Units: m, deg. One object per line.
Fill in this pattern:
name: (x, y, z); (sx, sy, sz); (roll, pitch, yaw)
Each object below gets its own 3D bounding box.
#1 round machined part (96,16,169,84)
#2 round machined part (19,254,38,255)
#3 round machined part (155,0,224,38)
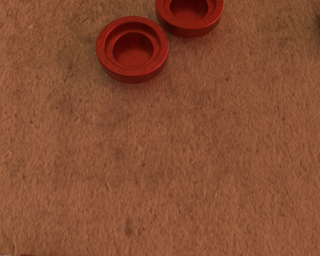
round machined part: (-0.037, -0.105, 0.437); (0.099, 0.042, 0.098); (0, 70, -1)
round machined part: (-0.149, 0.175, 0.301); (0.042, 0.098, 0.098); (24, 67, -29)
round machined part: (0.043, -0.175, 0.464); (0.099, 0.042, 0.098); (0, 70, -1)
